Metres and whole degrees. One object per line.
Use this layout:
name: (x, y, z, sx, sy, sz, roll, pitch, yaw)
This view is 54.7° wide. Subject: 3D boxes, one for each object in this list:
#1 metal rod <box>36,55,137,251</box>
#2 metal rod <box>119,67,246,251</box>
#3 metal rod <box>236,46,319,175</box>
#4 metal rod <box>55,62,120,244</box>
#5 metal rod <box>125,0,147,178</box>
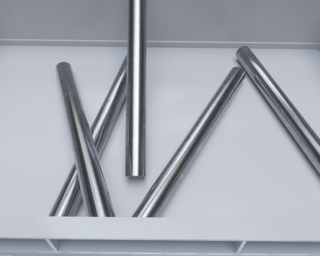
metal rod: (-0.077, 0.004, 0.400, 0.025, 0.025, 0.300, 10, 51, 8)
metal rod: (0.044, 0.015, 0.392, 0.025, 0.025, 0.301, 24, 54, 19)
metal rod: (0.177, -0.014, 0.419, 0.025, 0.025, 0.300, -12, 51, -10)
metal rod: (-0.098, 0.001, 0.374, 0.025, 0.025, 0.300, -16, 43, -13)
metal rod: (-0.030, -0.087, 0.400, 0.025, 0.025, 0.299, 0, 74, -1)
